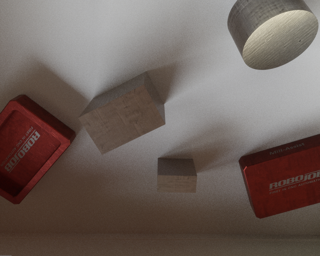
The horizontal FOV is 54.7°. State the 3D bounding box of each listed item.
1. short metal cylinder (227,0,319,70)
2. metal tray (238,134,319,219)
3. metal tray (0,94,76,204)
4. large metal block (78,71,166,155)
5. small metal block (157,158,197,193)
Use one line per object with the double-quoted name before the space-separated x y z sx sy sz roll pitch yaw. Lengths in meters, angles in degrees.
"short metal cylinder" 0.121 -0.110 0.339 0.081 0.050 0.080 -10 148 -6
"metal tray" 0.187 0.068 0.437 0.131 0.030 0.090 -17 110 6
"metal tray" -0.189 0.031 0.417 0.090 0.030 0.130 40 105 -14
"large metal block" -0.041 -0.021 0.374 0.080 0.080 0.050 -26 108 9
"small metal block" 0.022 0.064 0.422 0.050 0.050 0.025 2 110 -1
